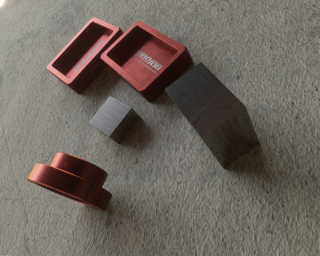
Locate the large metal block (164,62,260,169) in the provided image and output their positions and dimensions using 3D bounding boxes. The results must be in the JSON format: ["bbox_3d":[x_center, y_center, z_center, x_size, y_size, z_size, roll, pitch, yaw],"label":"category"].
[{"bbox_3d":[0.059,-0.013,0.345,0.050,0.080,0.080,-37,51,4],"label":"large metal block"}]

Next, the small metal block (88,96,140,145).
[{"bbox_3d":[-0.066,-0.012,0.446,0.050,0.025,0.050,29,78,37],"label":"small metal block"}]

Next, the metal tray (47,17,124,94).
[{"bbox_3d":[-0.129,-0.131,0.548,0.090,0.030,0.130,34,80,38],"label":"metal tray"}]

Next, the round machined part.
[{"bbox_3d":[-0.102,0.062,0.373,0.098,0.098,0.042,9,66,32],"label":"round machined part"}]

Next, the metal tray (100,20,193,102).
[{"bbox_3d":[-0.024,-0.107,0.478,0.090,0.030,0.130,-45,51,-3],"label":"metal tray"}]
